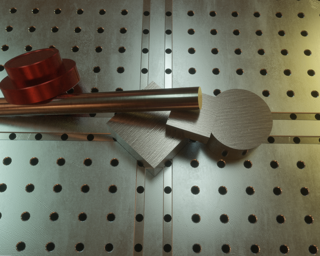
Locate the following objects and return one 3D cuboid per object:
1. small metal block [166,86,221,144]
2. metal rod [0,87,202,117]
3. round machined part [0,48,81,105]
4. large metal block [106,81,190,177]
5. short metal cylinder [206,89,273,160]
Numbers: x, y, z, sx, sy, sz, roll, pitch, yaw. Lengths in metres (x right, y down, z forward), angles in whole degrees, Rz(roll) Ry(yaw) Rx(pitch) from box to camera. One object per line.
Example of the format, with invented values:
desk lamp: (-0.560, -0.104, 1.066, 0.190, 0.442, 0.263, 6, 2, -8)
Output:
small metal block: (0.039, -0.015, 0.362, 0.050, 0.025, 0.050, 18, 71, 6)
metal rod: (-0.101, -0.029, 0.375, 0.301, 0.025, 0.025, -1, 69, 17)
round machined part: (-0.157, -0.072, 0.398, 0.099, 0.042, 0.098, -9, 31, 6)
large metal block: (-0.008, 0.001, 0.395, 0.080, 0.050, 0.080, 42, 75, 13)
short metal cylinder: (0.097, -0.004, 0.401, 0.081, 0.050, 0.080, 0, 70, 0)
